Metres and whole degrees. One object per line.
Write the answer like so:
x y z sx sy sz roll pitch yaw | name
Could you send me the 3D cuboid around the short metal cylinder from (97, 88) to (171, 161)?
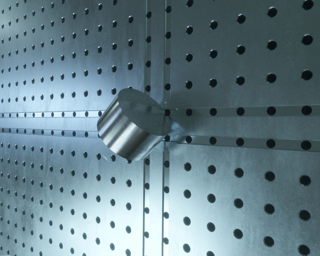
-0.033 -0.005 0.398 0.050 0.081 0.080 -48 62 29 | short metal cylinder
